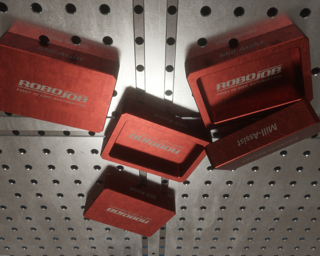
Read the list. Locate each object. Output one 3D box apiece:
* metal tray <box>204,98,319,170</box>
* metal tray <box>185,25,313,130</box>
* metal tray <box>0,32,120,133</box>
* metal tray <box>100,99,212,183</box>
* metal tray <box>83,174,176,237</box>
[{"bbox_3d":[0.132,0.014,0.392,0.130,0.030,0.090,-28,160,21],"label":"metal tray"},{"bbox_3d":[0.104,-0.054,0.363,0.130,0.030,0.090,-16,129,13],"label":"metal tray"},{"bbox_3d":[-0.122,-0.049,0.365,0.131,0.030,0.089,14,129,-12],"label":"metal tray"},{"bbox_3d":[-0.005,0.022,0.426,0.131,0.030,0.089,20,127,-17],"label":"metal tray"},{"bbox_3d":[-0.050,0.134,0.522,0.131,0.030,0.089,25,126,-20],"label":"metal tray"}]
